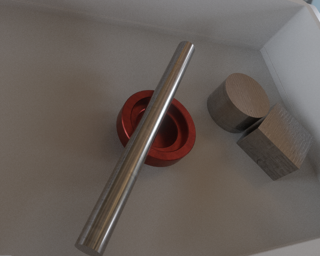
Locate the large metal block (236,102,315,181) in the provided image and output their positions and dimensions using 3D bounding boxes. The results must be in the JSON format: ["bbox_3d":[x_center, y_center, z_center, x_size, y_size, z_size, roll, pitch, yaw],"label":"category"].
[{"bbox_3d":[0.178,0.020,0.476,0.080,0.050,0.080,46,51,3],"label":"large metal block"}]

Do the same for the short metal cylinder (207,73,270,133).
[{"bbox_3d":[0.121,-0.038,0.480,0.081,0.050,0.080,14,56,-21],"label":"short metal cylinder"}]

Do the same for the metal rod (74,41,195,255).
[{"bbox_3d":[-0.011,-0.006,0.350,0.025,0.025,0.301,31,52,-9],"label":"metal rod"}]

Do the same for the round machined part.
[{"bbox_3d":[-0.008,0.004,0.389,0.099,0.042,0.098,14,56,-21],"label":"round machined part"}]
